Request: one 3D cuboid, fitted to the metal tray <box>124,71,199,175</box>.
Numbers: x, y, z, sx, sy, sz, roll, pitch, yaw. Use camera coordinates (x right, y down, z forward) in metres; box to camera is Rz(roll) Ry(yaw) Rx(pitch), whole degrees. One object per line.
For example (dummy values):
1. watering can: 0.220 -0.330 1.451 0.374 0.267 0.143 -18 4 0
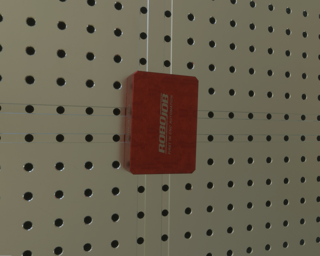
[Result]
1. metal tray: 0.002 -0.006 0.411 0.091 0.030 0.129 2 89 -21
